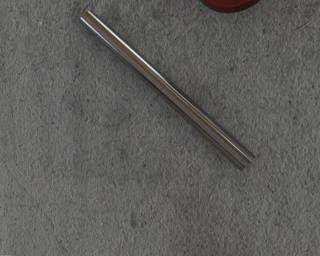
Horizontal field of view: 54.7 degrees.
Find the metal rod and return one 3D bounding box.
[{"bbox_3d":[0.001,-0.057,0.407,0.300,0.025,0.025,44,103,14],"label":"metal rod"}]

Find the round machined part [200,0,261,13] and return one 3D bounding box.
[{"bbox_3d":[0.087,-0.185,0.369,0.098,0.042,0.097,0,90,19],"label":"round machined part"}]
